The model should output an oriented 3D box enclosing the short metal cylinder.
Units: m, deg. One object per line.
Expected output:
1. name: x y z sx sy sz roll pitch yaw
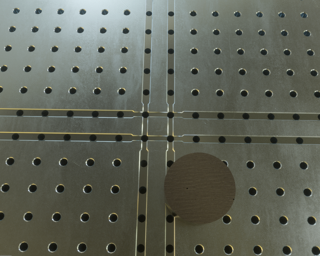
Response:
1. short metal cylinder: 0.045 0.074 0.372 0.080 0.050 0.080 0 70 0
